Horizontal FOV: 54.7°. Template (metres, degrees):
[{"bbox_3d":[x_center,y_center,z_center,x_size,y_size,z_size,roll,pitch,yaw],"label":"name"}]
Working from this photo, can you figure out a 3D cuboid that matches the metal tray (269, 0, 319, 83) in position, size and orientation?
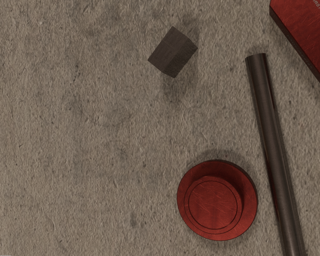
[{"bbox_3d":[0.194,-0.111,0.338,0.090,0.030,0.130,-34,79,16],"label":"metal tray"}]

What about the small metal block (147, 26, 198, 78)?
[{"bbox_3d":[0.017,-0.093,0.389,0.025,0.050,0.050,42,103,15],"label":"small metal block"}]

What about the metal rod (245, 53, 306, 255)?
[{"bbox_3d":[0.139,0.062,0.359,0.025,0.025,0.298,-11,86,19],"label":"metal rod"}]

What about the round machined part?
[{"bbox_3d":[0.067,0.089,0.376,0.098,0.042,0.097,0,90,19],"label":"round machined part"}]
